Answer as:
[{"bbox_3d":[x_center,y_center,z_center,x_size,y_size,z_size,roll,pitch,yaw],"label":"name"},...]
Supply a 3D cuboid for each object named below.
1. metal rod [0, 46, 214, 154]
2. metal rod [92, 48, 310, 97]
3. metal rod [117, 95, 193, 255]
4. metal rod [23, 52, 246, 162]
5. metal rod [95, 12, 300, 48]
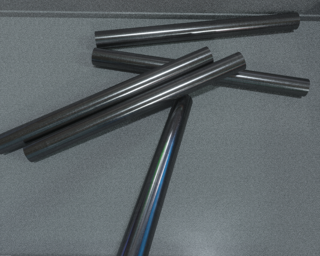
[{"bbox_3d":[-0.072,-0.037,0.407,0.301,0.025,0.025,-24,72,-3],"label":"metal rod"},{"bbox_3d":[0.054,-0.080,0.438,0.302,0.025,0.025,9,70,3],"label":"metal rod"},{"bbox_3d":[-0.004,0.057,0.314,0.025,0.025,0.301,15,42,5],"label":"metal rod"},{"bbox_3d":[-0.031,-0.028,0.402,0.301,0.025,0.025,-24,72,-2],"label":"metal rod"},{"bbox_3d":[0.056,-0.146,0.463,0.302,0.025,0.025,-6,70,-3],"label":"metal rod"}]
